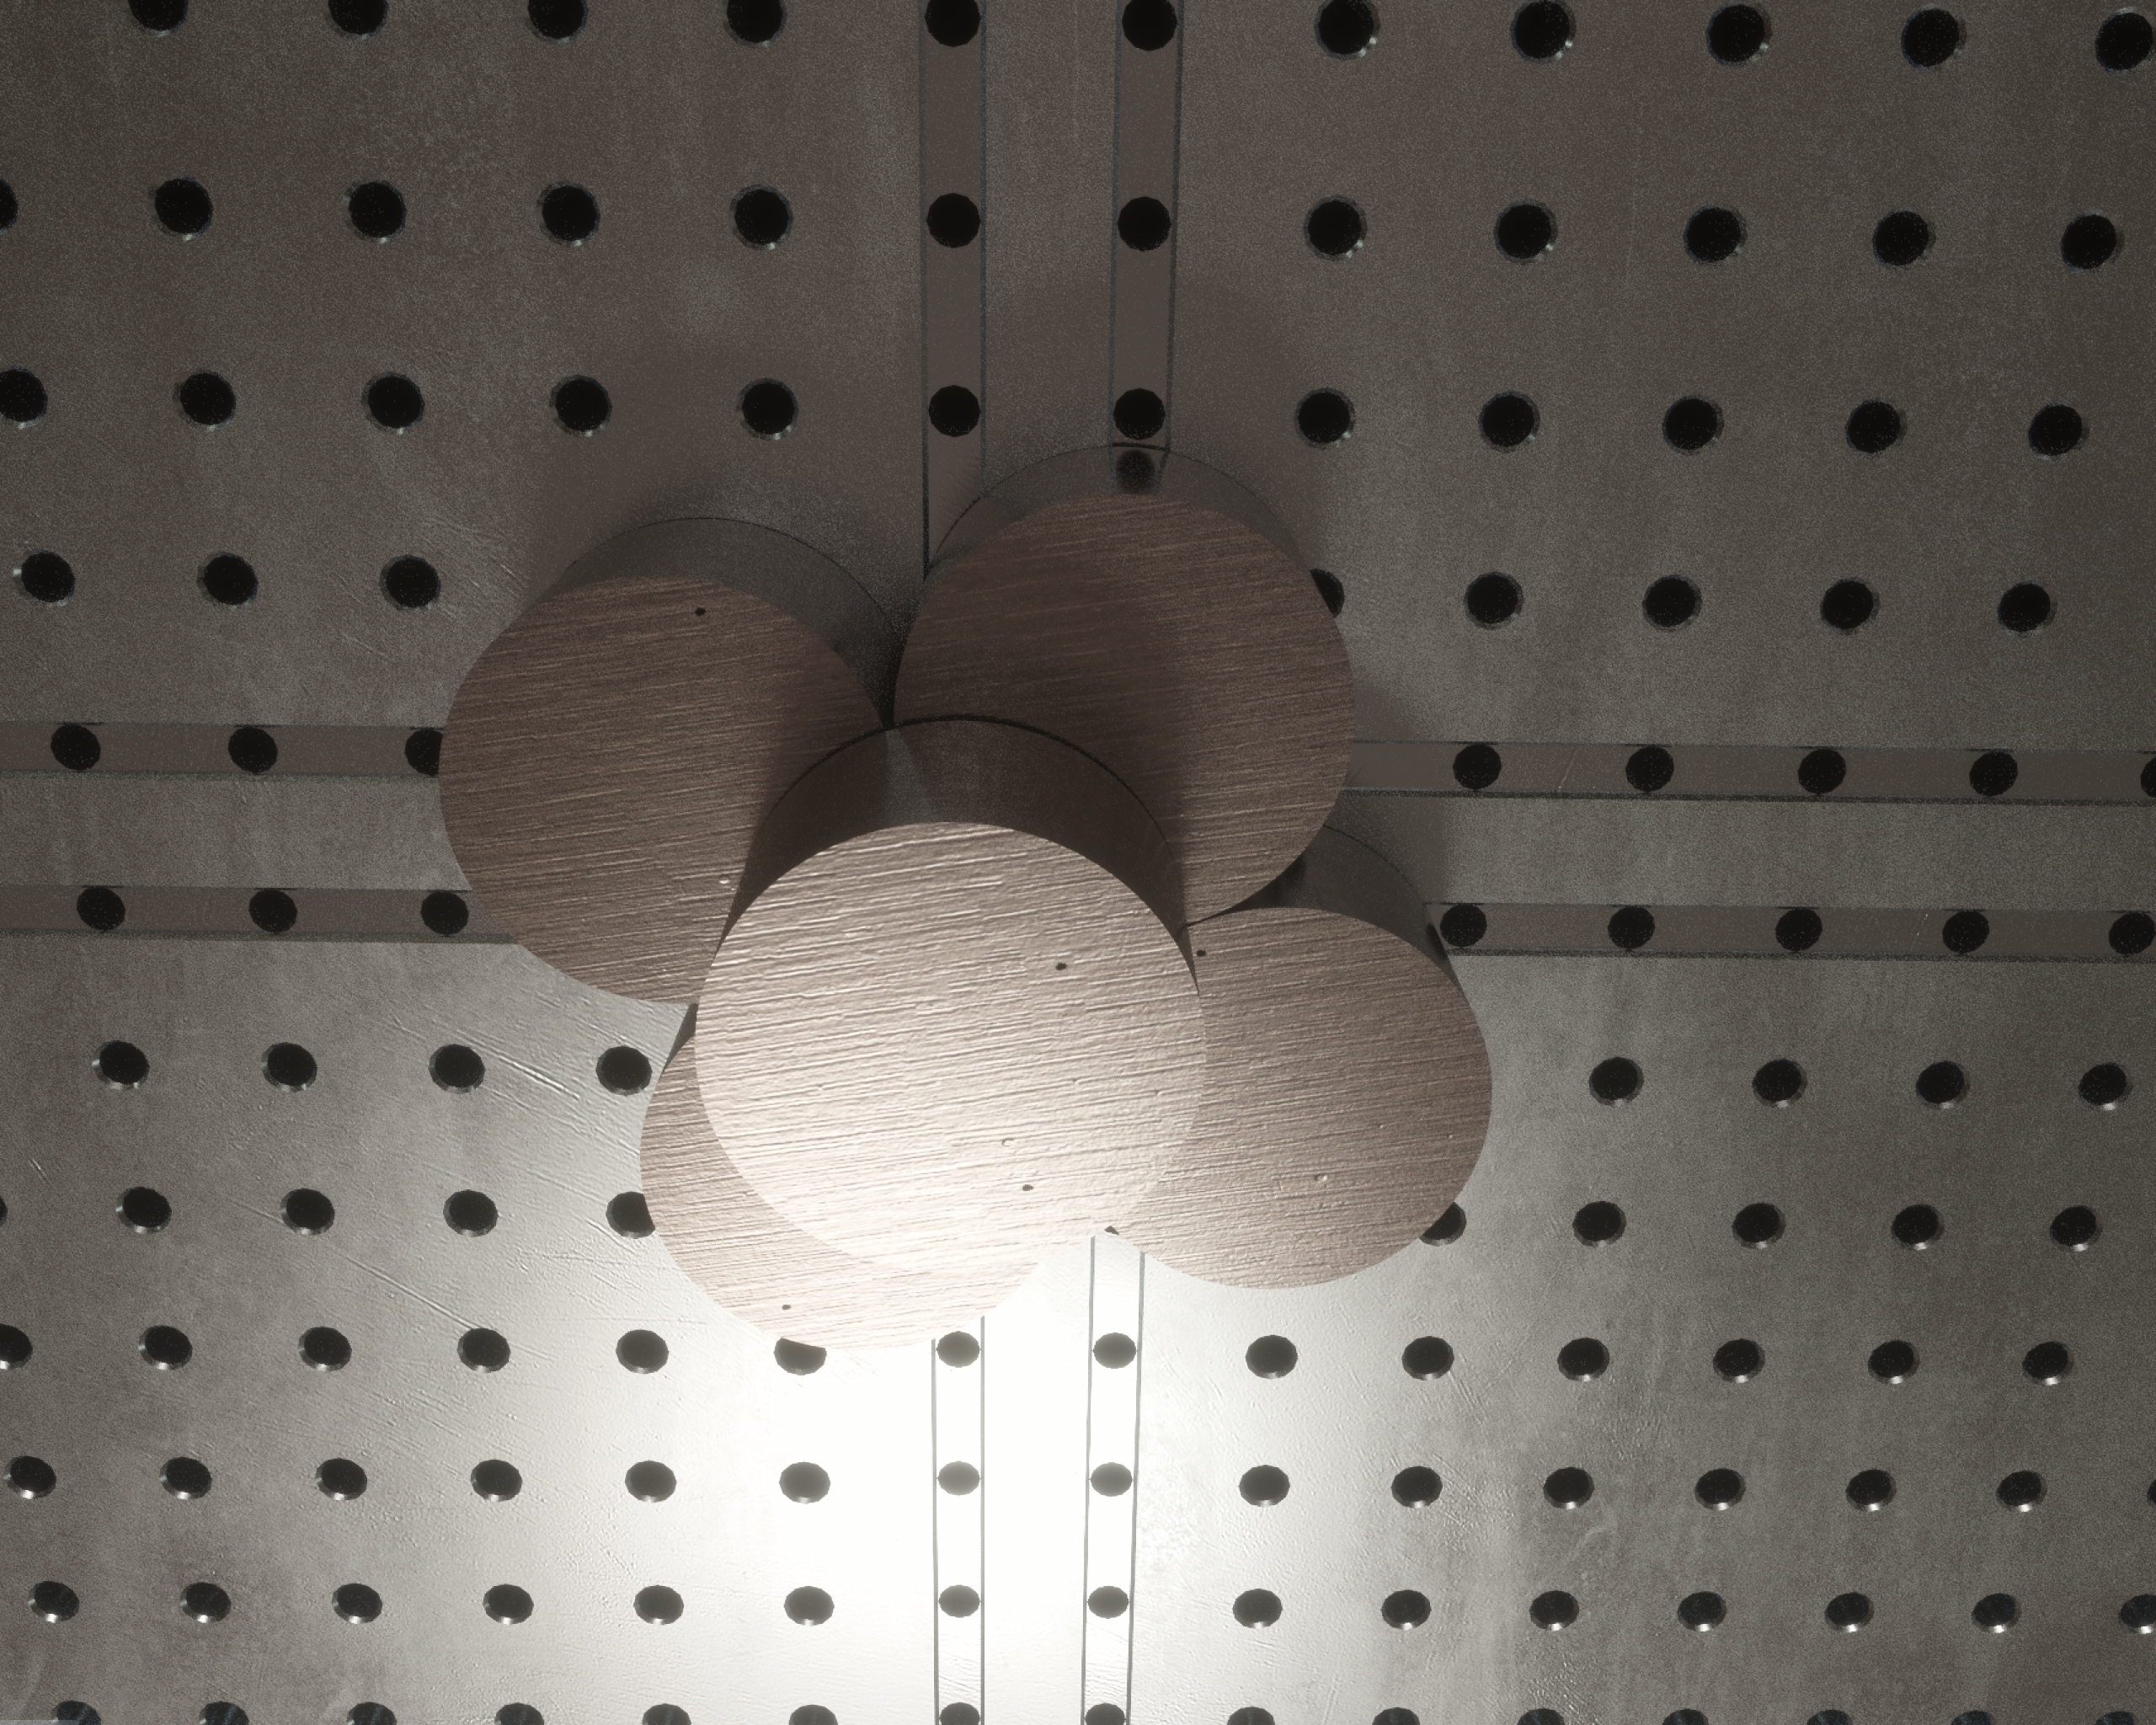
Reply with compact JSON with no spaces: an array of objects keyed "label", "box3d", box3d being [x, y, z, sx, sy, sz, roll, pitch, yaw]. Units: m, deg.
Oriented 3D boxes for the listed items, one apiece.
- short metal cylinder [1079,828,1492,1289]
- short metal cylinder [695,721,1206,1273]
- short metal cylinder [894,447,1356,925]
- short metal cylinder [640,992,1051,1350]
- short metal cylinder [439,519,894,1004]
[{"label":"short metal cylinder","box3d":[0.037,0.037,0.413,0.081,0.050,0.079,0,110,-1]},{"label":"short metal cylinder","box3d":[-0.020,0.022,0.352,0.081,0.050,0.079,-1,112,-1]},{"label":"short metal cylinder","box3d":[0.008,-0.033,0.387,0.081,0.050,0.079,0,110,-1]},{"label":"short metal cylinder","box3d":[-0.042,0.049,0.417,0.081,0.050,0.079,0,110,-1]},{"label":"short metal cylinder","box3d":[-0.072,-0.020,0.391,0.081,0.050,0.079,0,110,-1]}]
